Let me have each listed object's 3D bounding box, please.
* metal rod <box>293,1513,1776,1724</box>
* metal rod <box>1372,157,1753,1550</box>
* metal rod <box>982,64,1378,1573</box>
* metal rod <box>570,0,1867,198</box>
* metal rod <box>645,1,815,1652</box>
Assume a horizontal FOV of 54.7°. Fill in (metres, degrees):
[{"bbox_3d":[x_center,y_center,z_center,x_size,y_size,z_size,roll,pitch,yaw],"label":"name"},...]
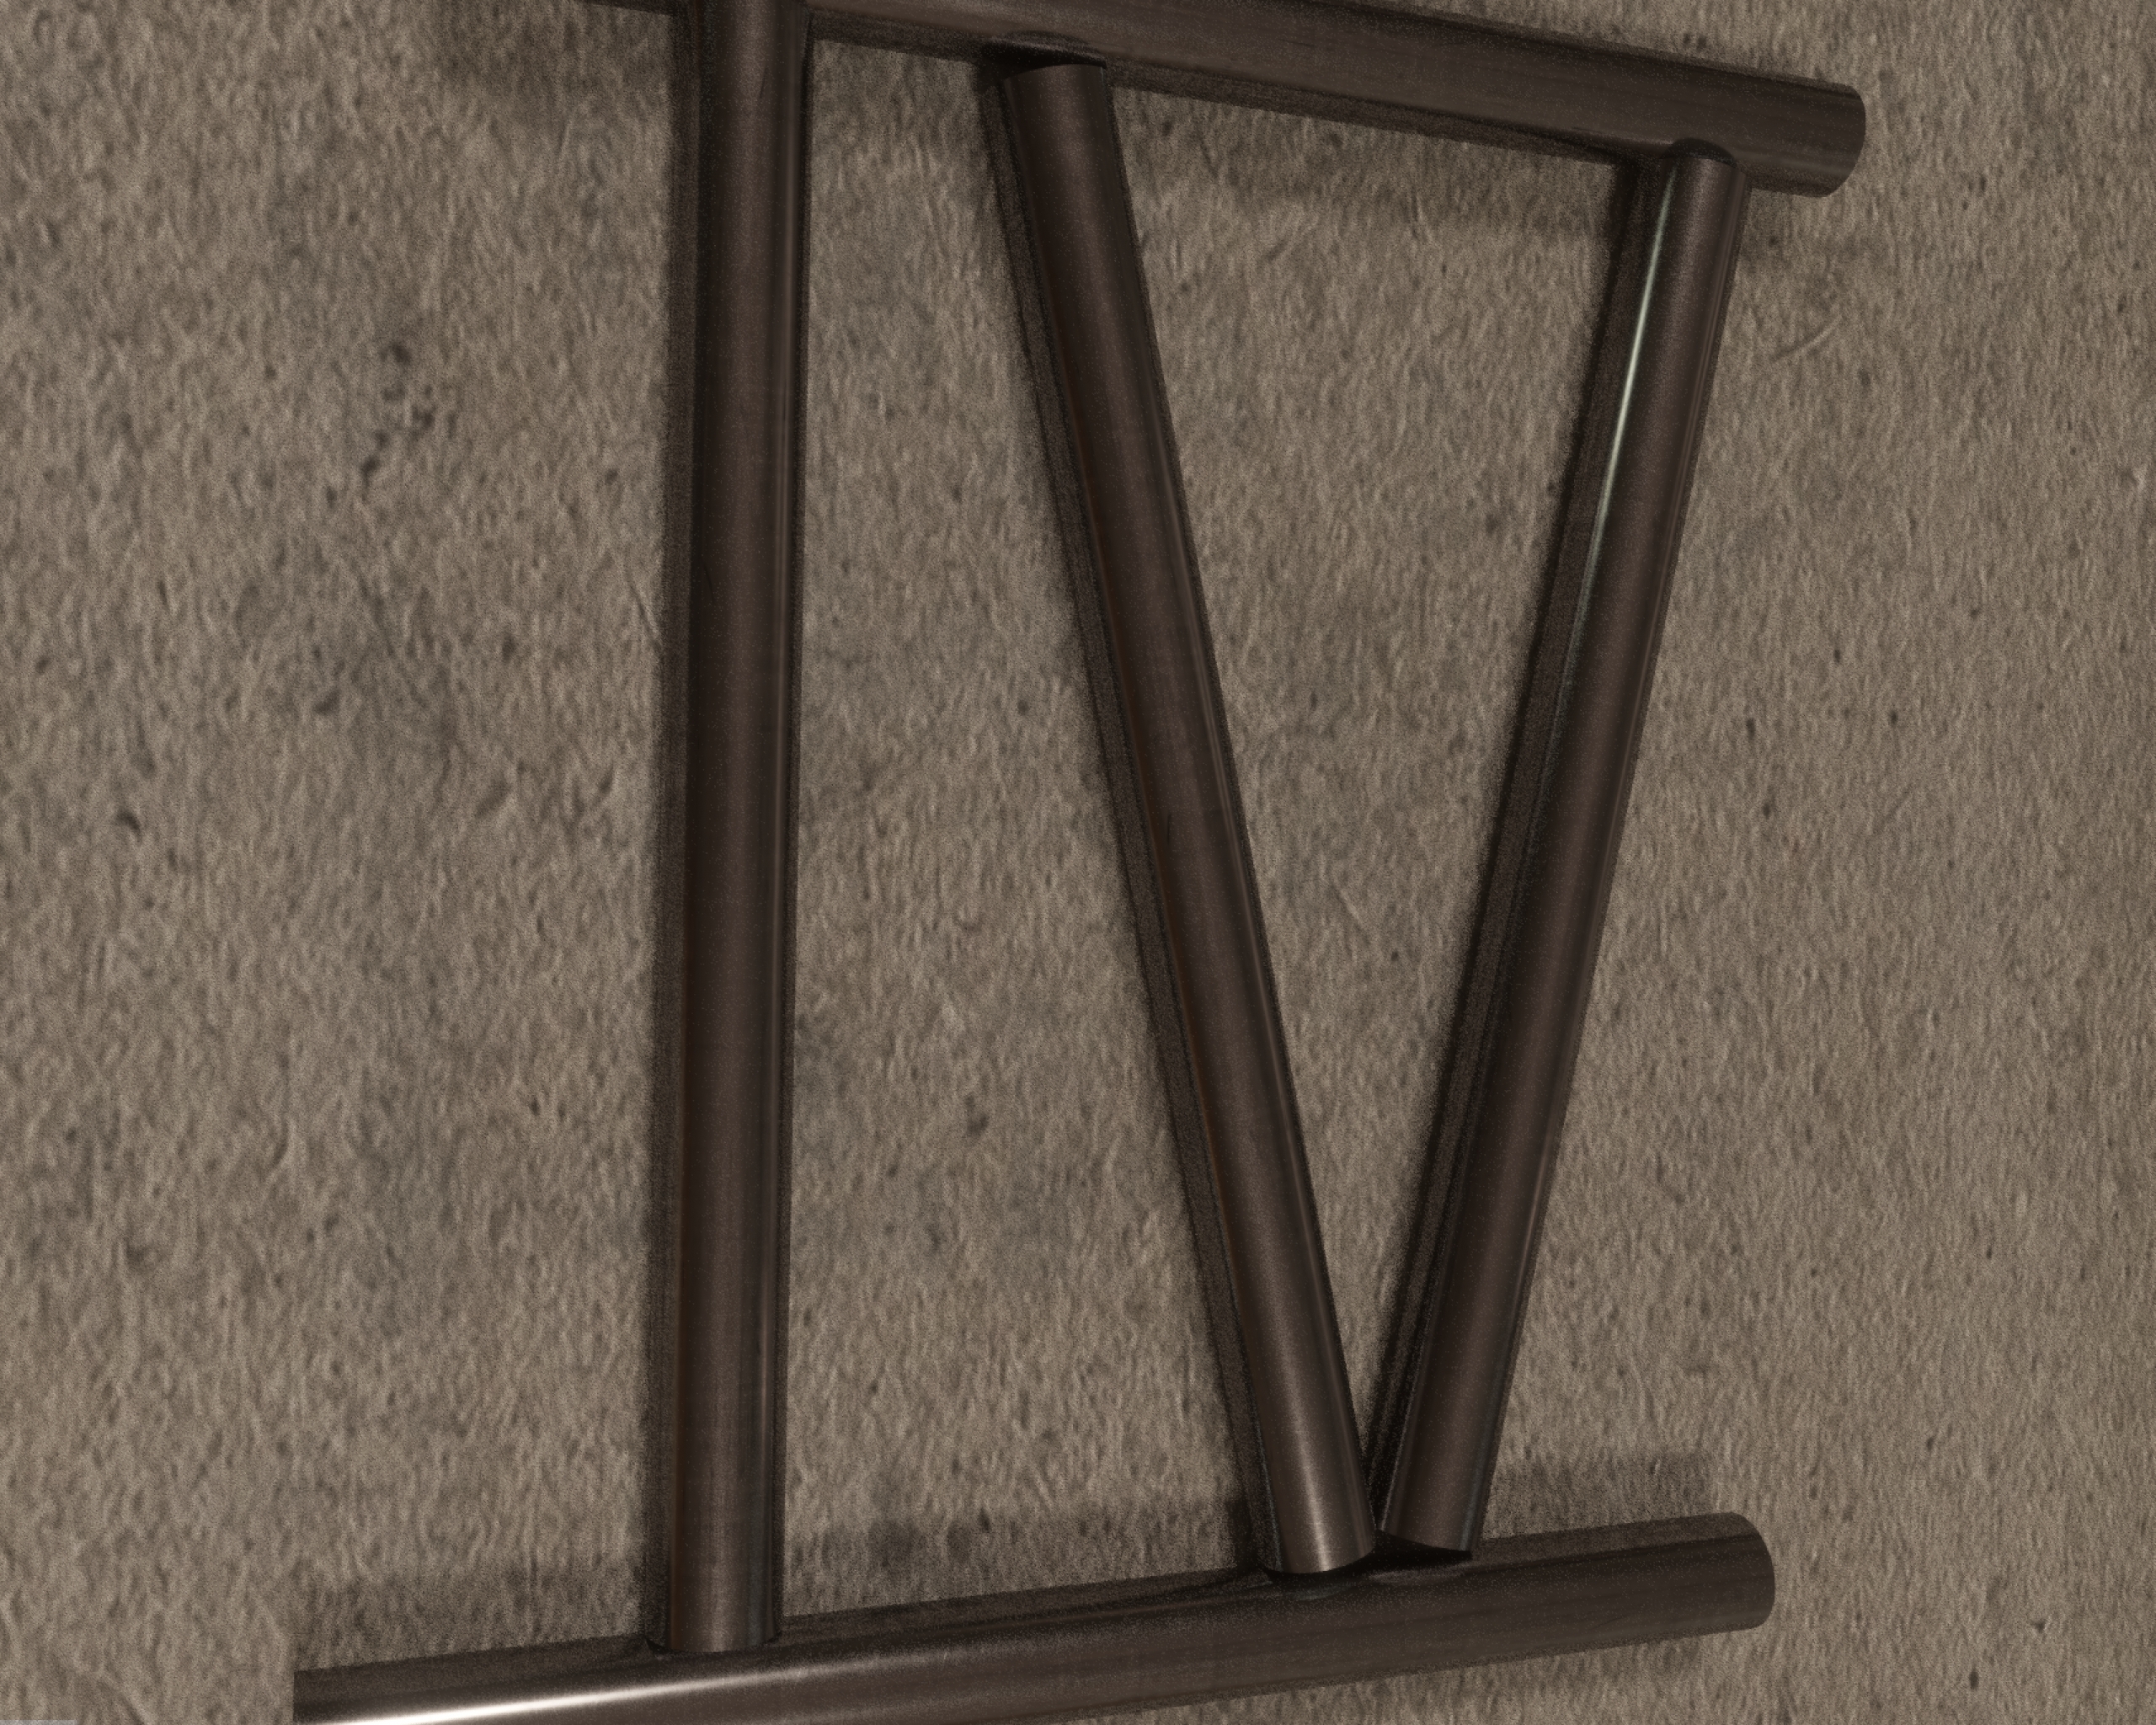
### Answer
[{"bbox_3d":[0.006,0.155,0.413,0.303,0.025,0.025,1,90,-21],"label":"metal rod"},{"bbox_3d":[0.104,-0.005,0.449,0.025,0.025,0.298,14,85,-20],"label":"metal rod"},{"bbox_3d":[0.021,-0.006,0.418,0.025,0.025,0.298,-12,94,-20],"label":"metal rod"},{"bbox_3d":[0.029,-0.167,0.422,0.303,0.025,0.025,1,90,-21],"label":"metal rod"},{"bbox_3d":[-0.064,-0.008,0.386,0.025,0.025,0.298,1,90,-20],"label":"metal rod"}]
